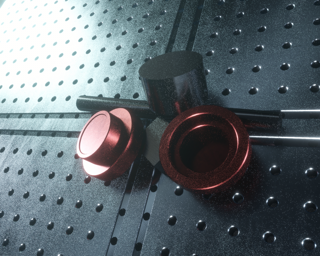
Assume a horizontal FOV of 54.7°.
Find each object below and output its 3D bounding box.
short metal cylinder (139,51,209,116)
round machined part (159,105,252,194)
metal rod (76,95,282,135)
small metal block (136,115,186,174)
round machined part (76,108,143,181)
[{"bbox_3d":[0.018,-0.059,0.395,0.080,0.050,0.080,-11,34,7],"label":"short metal cylinder"},{"bbox_3d":[0.052,0.026,0.346,0.098,0.042,0.098,-11,60,19],"label":"round machined part"},{"bbox_3d":[0.003,-0.022,0.415,0.300,0.025,0.025,8,66,31],"label":"metal rod"},{"bbox_3d":[0.001,0.020,0.390,0.050,0.025,0.050,-45,51,-3],"label":"small metal block"},{"bbox_3d":[-0.071,0.016,0.403,0.098,0.042,0.098,-28,45,33],"label":"round machined part"}]
